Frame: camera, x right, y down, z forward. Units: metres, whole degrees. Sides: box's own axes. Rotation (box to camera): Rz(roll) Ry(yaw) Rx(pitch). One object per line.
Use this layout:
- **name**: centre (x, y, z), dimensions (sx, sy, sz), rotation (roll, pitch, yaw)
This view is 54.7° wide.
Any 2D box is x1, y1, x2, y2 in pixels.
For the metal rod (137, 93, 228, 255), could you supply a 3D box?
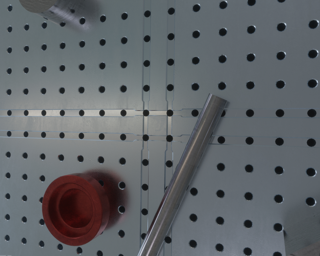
- **metal rod**: centre (0.015, 0.097, 0.407), dimensions (0.025, 0.025, 0.298), rotation (26, 98, 18)

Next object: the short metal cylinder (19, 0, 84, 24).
- **short metal cylinder**: centre (-0.160, -0.201, 0.455), dimensions (0.080, 0.050, 0.079), rotation (0, 90, 20)

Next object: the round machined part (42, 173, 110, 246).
- **round machined part**: centre (-0.115, 0.113, 0.444), dimensions (0.098, 0.042, 0.097), rotation (0, 90, 19)

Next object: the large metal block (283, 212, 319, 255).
- **large metal block**: centre (0.180, 0.123, 0.320), dimensions (0.080, 0.080, 0.050), rotation (-34, 79, 17)
